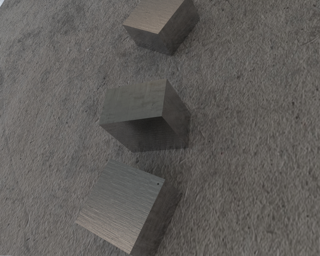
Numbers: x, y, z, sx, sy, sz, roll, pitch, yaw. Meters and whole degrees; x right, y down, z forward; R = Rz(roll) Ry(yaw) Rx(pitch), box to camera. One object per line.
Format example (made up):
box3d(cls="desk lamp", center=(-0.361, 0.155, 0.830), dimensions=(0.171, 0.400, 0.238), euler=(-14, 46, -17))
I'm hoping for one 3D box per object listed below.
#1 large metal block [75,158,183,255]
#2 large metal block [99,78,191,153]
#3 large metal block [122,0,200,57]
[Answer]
box3d(cls="large metal block", center=(-0.033, 0.090, 0.350), dimensions=(0.080, 0.050, 0.080), euler=(15, 69, 34))
box3d(cls="large metal block", center=(-0.015, -0.011, 0.383), dimensions=(0.080, 0.080, 0.050), euler=(-7, 59, 25))
box3d(cls="large metal block", center=(0.002, -0.168, 0.490), dimensions=(0.080, 0.050, 0.080), euler=(28, 77, 37))
